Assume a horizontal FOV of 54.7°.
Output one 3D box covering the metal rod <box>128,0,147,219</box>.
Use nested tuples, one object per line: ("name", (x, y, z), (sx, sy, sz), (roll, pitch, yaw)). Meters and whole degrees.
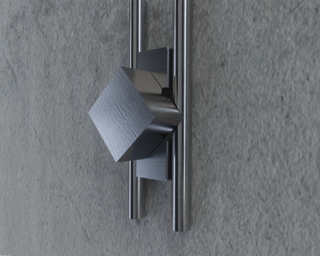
("metal rod", (-0.031, -0.025, 0.431), (0.025, 0.025, 0.298), (1, 91, 39))

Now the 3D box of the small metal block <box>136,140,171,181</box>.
("small metal block", (-0.004, 0.040, 0.406), (0.050, 0.025, 0.050), (1, 91, 39))

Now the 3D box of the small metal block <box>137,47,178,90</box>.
("small metal block", (-0.003, -0.075, 0.405), (0.050, 0.025, 0.050), (1, 91, 39))

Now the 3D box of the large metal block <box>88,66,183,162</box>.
("large metal block", (-0.032, -0.016, 0.380), (0.080, 0.050, 0.080), (-48, 62, 29))

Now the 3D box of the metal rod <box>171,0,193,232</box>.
("metal rod", (0.027, -0.024, 0.383), (0.025, 0.025, 0.298), (1, 91, 39))
